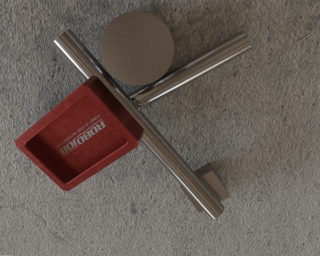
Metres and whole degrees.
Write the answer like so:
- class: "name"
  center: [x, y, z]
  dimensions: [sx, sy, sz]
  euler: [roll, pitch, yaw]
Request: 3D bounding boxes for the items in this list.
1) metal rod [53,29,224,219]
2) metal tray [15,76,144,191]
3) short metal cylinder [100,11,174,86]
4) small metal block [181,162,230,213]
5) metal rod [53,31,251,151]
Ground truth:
- class: "metal rod"
  center: [-0.016, 0.006, 0.387]
  dimensions: [0.025, 0.025, 0.300]
  euler: [-37, 106, 12]
- class: "metal tray"
  center: [-0.096, 0.011, 0.370]
  dimensions: [0.130, 0.030, 0.090]
  euler: [-33, 107, 23]
- class: "short metal cylinder"
  center: [-0.025, -0.094, 0.362]
  dimensions: [0.081, 0.050, 0.079]
  euler: [0, 110, -1]
- class: "small metal block"
  center: [0.064, 0.085, 0.443]
  dimensions: [0.050, 0.025, 0.050]
  euler: [-32, 107, 10]
- class: "metal rod"
  center: [-0.027, -0.036, 0.397]
  dimensions: [0.301, 0.025, 0.025]
  euler: [-28, 108, 9]
